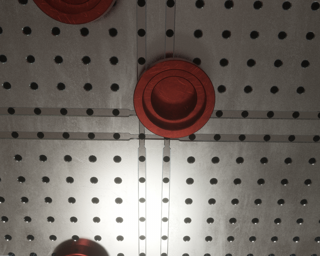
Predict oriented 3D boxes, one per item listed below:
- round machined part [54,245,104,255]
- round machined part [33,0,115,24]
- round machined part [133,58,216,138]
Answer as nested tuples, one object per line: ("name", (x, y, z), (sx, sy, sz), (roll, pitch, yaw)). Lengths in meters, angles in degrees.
("round machined part", (-0.131, 0.239, 0.491), (0.099, 0.042, 0.097), (0, 110, -1))
("round machined part", (-0.093, -0.166, 0.342), (0.099, 0.042, 0.097), (0, 111, -1))
("round machined part", (0.017, -0.040, 0.390), (0.099, 0.042, 0.097), (0, 110, -1))
